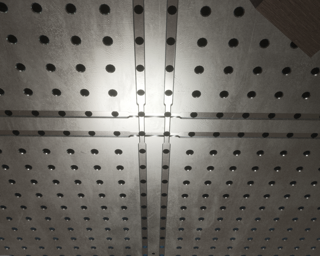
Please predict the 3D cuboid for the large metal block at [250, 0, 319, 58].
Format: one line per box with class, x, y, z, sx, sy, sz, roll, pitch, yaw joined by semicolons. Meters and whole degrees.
large metal block;0.141;-0.128;0.289;0.080;0.050;0.080;30;124;-23
